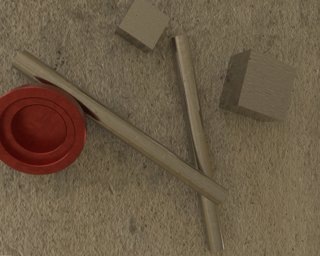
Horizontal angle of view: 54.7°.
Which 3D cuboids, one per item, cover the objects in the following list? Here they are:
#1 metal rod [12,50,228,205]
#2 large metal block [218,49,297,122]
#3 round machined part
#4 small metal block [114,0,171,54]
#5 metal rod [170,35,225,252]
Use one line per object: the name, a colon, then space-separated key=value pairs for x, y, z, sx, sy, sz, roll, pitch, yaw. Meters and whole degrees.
metal rod: x=-0.039 y=0.007 z=0.381 sx=0.301 sy=0.025 sz=0.025 roll=35 pitch=79 yaw=-12
large metal block: x=0.141 y=-0.058 z=0.449 sx=0.081 sy=0.050 sz=0.080 roll=17 pitch=84 yaw=-20
round machined part: x=-0.131 y=-0.001 z=0.341 sx=0.099 sy=0.042 sz=0.097 roll=-3 pitch=109 yaw=-8
small metal block: x=-0.023 y=-0.133 z=0.401 sx=0.050 sy=0.025 sz=0.050 roll=31 pitch=80 yaw=-18
metal rod: x=0.053 y=0.024 z=0.429 sx=0.025 sy=0.025 sz=0.298 roll=-12 pitch=94 yaw=-20
